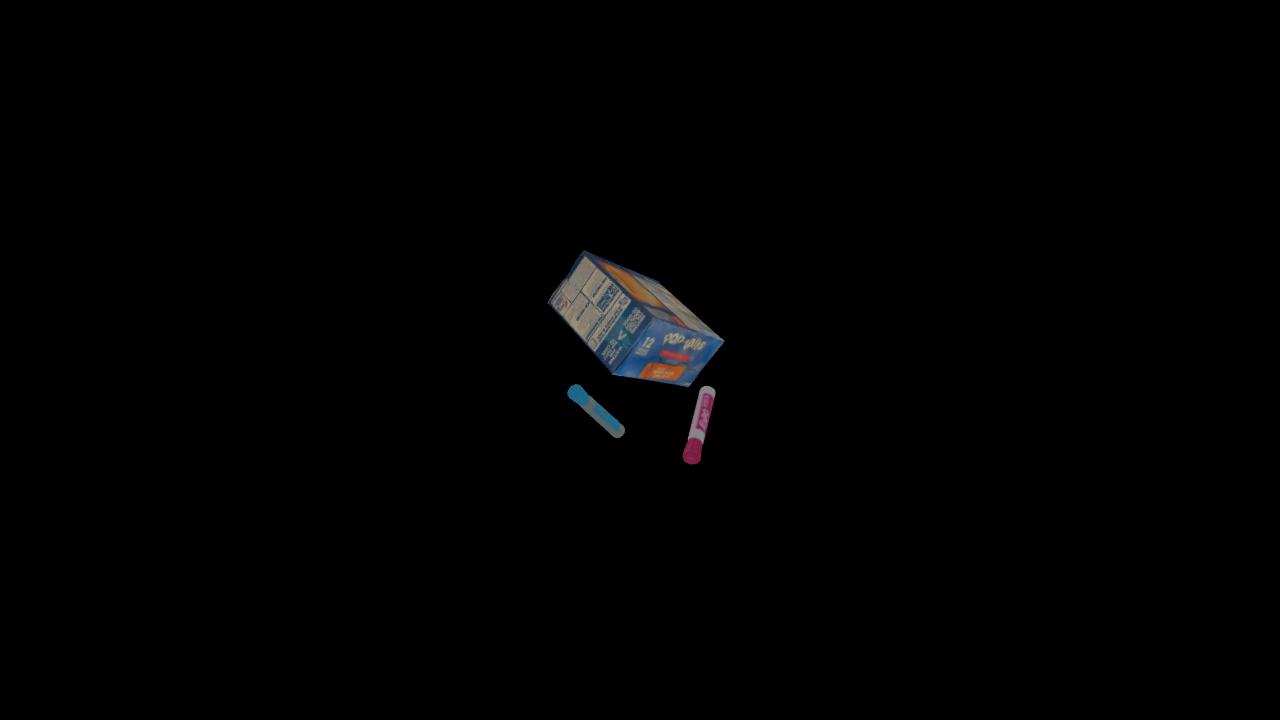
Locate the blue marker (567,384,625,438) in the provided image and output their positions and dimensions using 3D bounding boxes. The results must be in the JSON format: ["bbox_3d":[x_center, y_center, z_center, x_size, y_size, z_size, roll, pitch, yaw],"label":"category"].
[{"bbox_3d":[-0.052,0.062,0.736,0.020,0.020,0.121,0,-29,28],"label":"blue marker"}]

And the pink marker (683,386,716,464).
[{"bbox_3d":[0.064,0.069,0.664,0.020,0.020,0.121,0,32,16],"label":"pink marker"}]

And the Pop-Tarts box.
[{"bbox_3d":[-0.002,-0.046,0.760,0.141,0.083,0.167,45,19,30],"label":"Pop-Tarts box"}]
